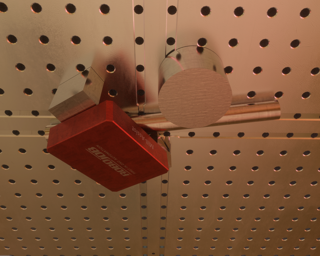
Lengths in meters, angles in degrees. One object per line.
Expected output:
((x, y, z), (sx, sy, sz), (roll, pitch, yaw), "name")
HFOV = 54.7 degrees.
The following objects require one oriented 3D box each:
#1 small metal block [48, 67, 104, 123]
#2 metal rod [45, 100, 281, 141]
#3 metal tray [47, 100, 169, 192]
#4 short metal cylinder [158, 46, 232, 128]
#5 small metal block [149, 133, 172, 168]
((-0.096, -0.038, 0.361), (0.050, 0.050, 0.025), (-25, 126, 19), "small metal block")
((0.000, -0.007, 0.406), (0.302, 0.025, 0.025), (-6, 130, 4), "metal rod")
((-0.059, 0.029, 0.382), (0.090, 0.030, 0.130), (-24, 138, 19), "metal tray")
((0.038, -0.046, 0.356), (0.081, 0.050, 0.079), (0, 130, 0), "short metal cylinder")
((-0.017, 0.038, 0.442), (0.050, 0.025, 0.050), (-18, 128, 14), "small metal block")
